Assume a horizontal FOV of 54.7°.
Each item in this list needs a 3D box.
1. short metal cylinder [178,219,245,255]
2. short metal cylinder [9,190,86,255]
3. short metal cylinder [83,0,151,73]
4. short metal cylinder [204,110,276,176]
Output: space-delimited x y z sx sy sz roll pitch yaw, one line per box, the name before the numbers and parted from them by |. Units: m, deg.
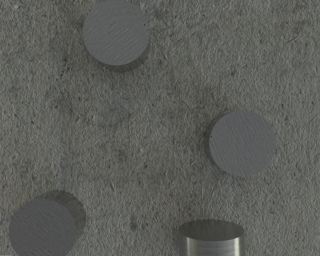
short metal cylinder | 0.064 0.150 0.383 0.081 0.080 0.050 -2 90 0
short metal cylinder | -0.141 0.125 0.396 0.081 0.050 0.080 0 90 0
short metal cylinder | -0.053 -0.115 0.397 0.081 0.050 0.080 0 90 0
short metal cylinder | 0.100 0.018 0.398 0.081 0.050 0.080 0 90 0
